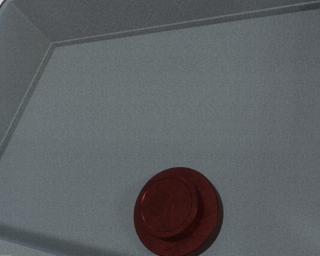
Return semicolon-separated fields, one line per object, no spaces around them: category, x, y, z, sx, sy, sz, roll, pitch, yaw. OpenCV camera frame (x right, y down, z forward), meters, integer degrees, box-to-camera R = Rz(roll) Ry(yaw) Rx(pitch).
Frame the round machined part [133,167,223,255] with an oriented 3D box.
round machined part;0.014;0.087;0.333;0.098;0.042;0.098;-13;56;20
